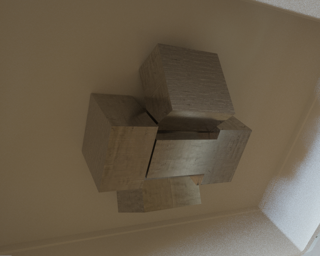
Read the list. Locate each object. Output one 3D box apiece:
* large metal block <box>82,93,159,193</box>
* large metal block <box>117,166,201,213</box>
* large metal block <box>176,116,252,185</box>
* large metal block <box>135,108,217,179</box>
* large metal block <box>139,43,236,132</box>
[{"bbox_3d":[-0.050,0.014,0.353,0.050,0.080,0.079,1,118,-29],"label":"large metal block"},{"bbox_3d":[-0.005,0.081,0.410,0.081,0.080,0.050,0,77,-30],"label":"large metal block"},{"bbox_3d":[0.066,0.018,0.419,0.050,0.080,0.079,1,118,-29],"label":"large metal block"},{"bbox_3d":[0.009,0.016,0.386,0.081,0.080,0.050,1,118,-29],"label":"large metal block"},{"bbox_3d":[0.029,-0.043,0.353,0.081,0.080,0.050,1,155,-29],"label":"large metal block"}]
